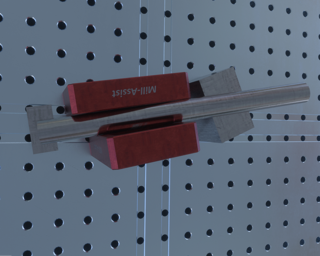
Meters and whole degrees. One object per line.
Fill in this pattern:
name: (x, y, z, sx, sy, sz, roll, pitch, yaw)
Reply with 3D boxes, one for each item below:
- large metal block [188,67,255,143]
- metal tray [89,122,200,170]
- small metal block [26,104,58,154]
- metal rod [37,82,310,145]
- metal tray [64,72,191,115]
large metal block: (0.067, -0.028, 0.408, 0.050, 0.080, 0.080, -24, 98, -19)
metal tray: (-0.025, 0.015, 0.348, 0.091, 0.130, 0.030, -10, 94, -20)
small metal block: (-0.133, 0.001, 0.350, 0.025, 0.050, 0.050, -9, 93, -20)
metal rod: (0.025, -0.019, 0.343, 0.302, 0.025, 0.025, -9, 94, -11)
metal tray: (-0.042, -0.039, 0.362, 0.131, 0.090, 0.030, -10, 95, -20)
